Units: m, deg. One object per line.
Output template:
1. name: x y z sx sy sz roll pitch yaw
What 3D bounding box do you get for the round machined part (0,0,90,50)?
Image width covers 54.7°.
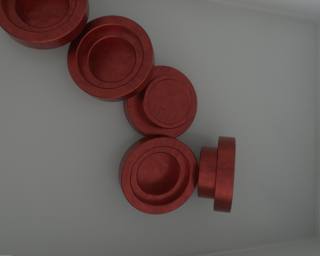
1. round machined part: -0.129 -0.133 0.345 0.099 0.042 0.097 1 81 -6

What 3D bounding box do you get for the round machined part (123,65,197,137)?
1. round machined part: 0.005 -0.033 0.403 0.099 0.042 0.097 0 90 -20

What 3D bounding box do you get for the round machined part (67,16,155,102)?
1. round machined part: -0.055 -0.078 0.368 0.099 0.042 0.097 -1 82 5

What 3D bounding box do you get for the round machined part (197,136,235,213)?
1. round machined part: 0.073 0.059 0.407 0.042 0.098 0.097 4 89 11

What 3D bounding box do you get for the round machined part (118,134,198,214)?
1. round machined part: -0.004 0.055 0.394 0.099 0.042 0.097 -3 101 -17
